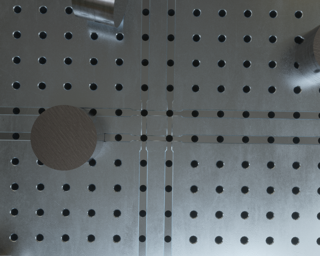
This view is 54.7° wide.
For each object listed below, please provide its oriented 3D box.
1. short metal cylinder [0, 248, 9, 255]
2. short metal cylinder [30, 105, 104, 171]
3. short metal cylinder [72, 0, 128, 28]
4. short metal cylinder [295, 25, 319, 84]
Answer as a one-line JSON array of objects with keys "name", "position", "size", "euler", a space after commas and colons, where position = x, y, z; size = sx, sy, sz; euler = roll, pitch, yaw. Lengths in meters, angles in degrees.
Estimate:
[{"name": "short metal cylinder", "position": [-0.240, 0.198, 0.399], "size": [0.081, 0.050, 0.079], "euler": [0, 90, 0]}, {"name": "short metal cylinder", "position": [-0.117, 0.012, 0.400], "size": [0.081, 0.050, 0.079], "euler": [0, 90, 0]}, {"name": "short metal cylinder", "position": [-0.071, -0.171, 0.385], "size": [0.050, 0.080, 0.080], "euler": [14, 90, 0]}, {"name": "short metal cylinder", "position": [0.227, -0.099, 0.402], "size": [0.081, 0.050, 0.079], "euler": [0, 90, 0]}]
